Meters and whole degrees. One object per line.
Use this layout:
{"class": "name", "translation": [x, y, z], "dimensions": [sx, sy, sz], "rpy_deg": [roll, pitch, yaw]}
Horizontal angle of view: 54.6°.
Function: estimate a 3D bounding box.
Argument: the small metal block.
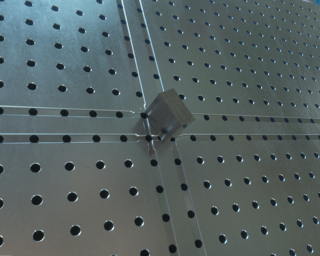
{"class": "small metal block", "translation": [0.011, -0.015, 0.407], "dimensions": [0.025, 0.050, 0.050], "rpy_deg": [-25, 76, -37]}
